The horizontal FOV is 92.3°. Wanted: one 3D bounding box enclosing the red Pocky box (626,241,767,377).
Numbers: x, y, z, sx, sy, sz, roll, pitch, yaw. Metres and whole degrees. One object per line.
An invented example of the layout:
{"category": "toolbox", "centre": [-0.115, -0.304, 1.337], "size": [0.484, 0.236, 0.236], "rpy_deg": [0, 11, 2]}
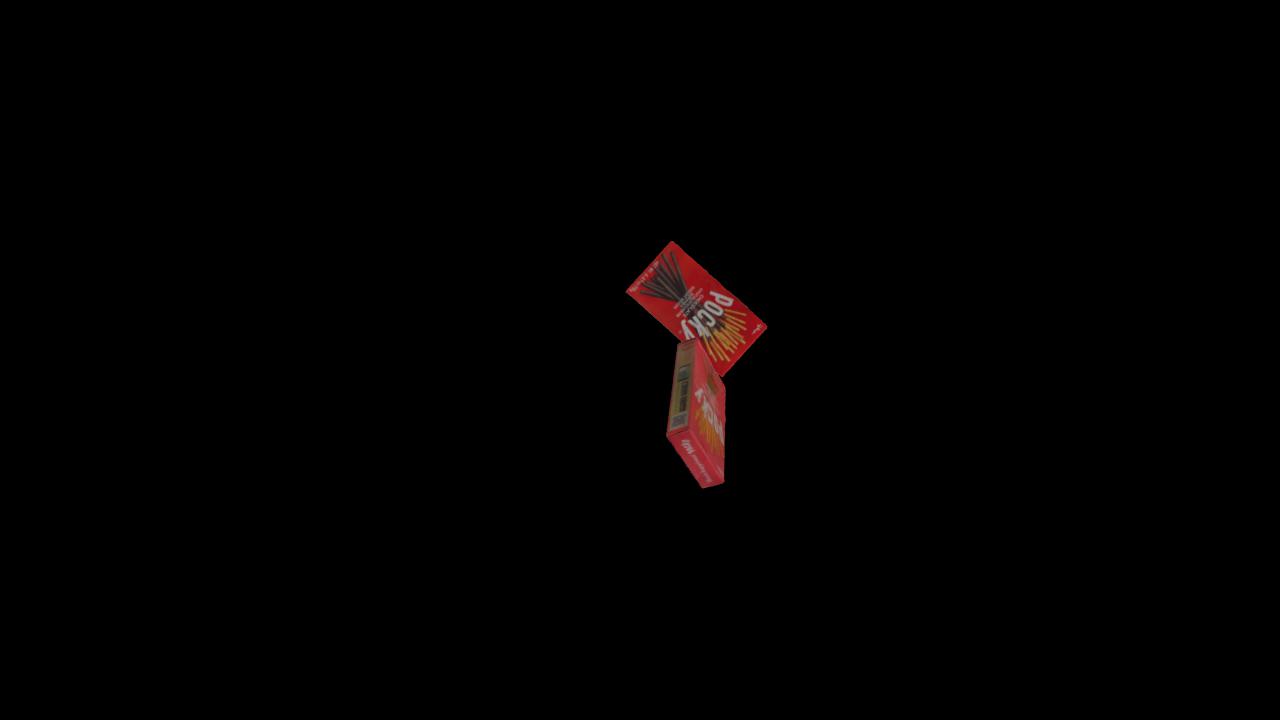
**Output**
{"category": "red Pocky box", "centre": [0.067, -0.060, 0.728], "size": [0.155, 0.083, 0.028], "rpy_deg": [41, 1, 0]}

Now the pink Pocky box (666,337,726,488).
{"category": "pink Pocky box", "centre": [0.064, 0.053, 0.666], "size": [0.029, 0.084, 0.155], "rpy_deg": [-20, 32, 22]}
